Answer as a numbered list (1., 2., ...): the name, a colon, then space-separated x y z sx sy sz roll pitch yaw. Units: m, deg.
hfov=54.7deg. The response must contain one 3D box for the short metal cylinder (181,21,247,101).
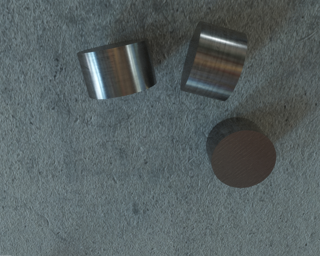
1. short metal cylinder: 0.059 -0.075 0.353 0.050 0.080 0.079 14 110 -5

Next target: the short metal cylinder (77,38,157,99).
1. short metal cylinder: -0.048 -0.069 0.354 0.080 0.080 0.050 -10 110 3

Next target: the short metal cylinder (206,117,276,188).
1. short metal cylinder: 0.104 0.031 0.409 0.081 0.050 0.079 0 110 0
